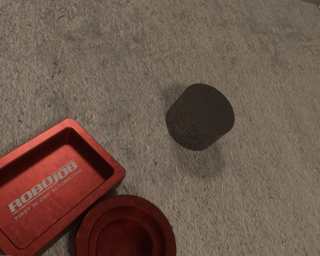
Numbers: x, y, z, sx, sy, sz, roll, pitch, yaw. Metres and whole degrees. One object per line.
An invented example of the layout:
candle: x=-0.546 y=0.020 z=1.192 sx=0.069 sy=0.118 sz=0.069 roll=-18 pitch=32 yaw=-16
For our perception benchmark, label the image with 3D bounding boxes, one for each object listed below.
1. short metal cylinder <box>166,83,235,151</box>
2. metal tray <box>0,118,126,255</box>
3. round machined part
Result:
short metal cylinder: x=0.055 y=-0.015 z=0.428 sx=0.081 sy=0.050 sz=0.080 roll=14 pitch=56 yaw=-21
metal tray: x=-0.109 y=0.057 z=0.301 sx=0.090 sy=0.030 sz=0.131 roll=43 pitch=50 yaw=9
round machined part: x=-0.037 y=0.118 z=0.302 sx=0.099 sy=0.042 sz=0.098 roll=14 pitch=56 yaw=-21
